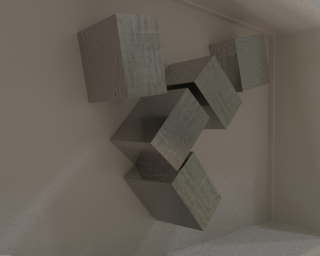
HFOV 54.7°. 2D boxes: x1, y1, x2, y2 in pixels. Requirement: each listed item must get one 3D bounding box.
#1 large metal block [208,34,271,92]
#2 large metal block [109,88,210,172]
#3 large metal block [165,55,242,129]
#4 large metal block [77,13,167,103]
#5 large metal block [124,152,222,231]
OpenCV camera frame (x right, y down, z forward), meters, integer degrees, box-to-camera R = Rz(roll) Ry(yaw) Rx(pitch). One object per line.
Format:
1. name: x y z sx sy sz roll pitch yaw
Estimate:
1. large metal block: 0.130 -0.103 0.502 0.081 0.050 0.079 -19 103 -39
2. large metal block: -0.001 0.001 0.372 0.050 0.080 0.080 49 61 -29
3. large metal block: 0.049 -0.044 0.414 0.080 0.080 0.050 51 60 -28
4. large metal block: -0.043 -0.072 0.337 0.050 0.080 0.079 -14 99 -40
5. large metal block: 0.017 0.075 0.384 0.050 0.080 0.080 -50 120 -34
